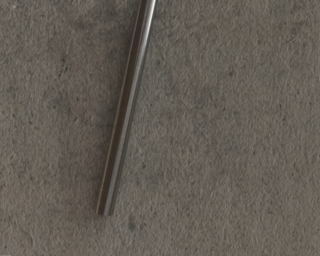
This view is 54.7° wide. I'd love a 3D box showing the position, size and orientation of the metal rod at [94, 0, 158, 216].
[{"bbox_3d":[-0.043,-0.034,0.409,0.025,0.025,0.298,12,90,-1],"label":"metal rod"}]
